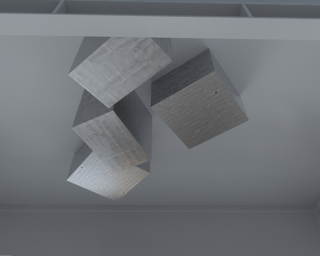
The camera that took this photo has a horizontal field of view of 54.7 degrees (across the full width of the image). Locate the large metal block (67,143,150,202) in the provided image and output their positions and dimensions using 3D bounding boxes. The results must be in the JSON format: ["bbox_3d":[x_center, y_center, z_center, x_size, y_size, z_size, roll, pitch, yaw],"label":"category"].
[{"bbox_3d":[-0.070,0.049,0.434,0.080,0.050,0.080,31,124,-24],"label":"large metal block"}]

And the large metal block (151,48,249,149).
[{"bbox_3d":[0.046,-0.032,0.366,0.080,0.050,0.080,-28,125,21],"label":"large metal block"}]

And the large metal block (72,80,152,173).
[{"bbox_3d":[-0.051,-0.008,0.366,0.050,0.080,0.080,-21,127,17],"label":"large metal block"}]

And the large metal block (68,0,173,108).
[{"bbox_3d":[-0.036,-0.079,0.305,0.080,0.080,0.050,-33,123,24],"label":"large metal block"}]
